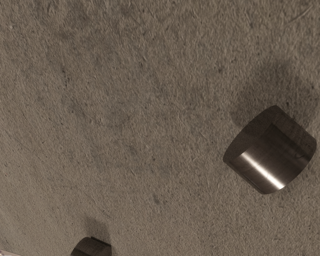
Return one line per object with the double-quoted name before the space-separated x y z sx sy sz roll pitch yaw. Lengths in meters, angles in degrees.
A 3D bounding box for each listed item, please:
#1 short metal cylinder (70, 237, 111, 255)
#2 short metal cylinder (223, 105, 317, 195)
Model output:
"short metal cylinder" -0.137 0.261 0.602 0.050 0.080 0.079 17 125 18
"short metal cylinder" 0.113 0.022 0.325 0.050 0.080 0.080 42 129 -1
